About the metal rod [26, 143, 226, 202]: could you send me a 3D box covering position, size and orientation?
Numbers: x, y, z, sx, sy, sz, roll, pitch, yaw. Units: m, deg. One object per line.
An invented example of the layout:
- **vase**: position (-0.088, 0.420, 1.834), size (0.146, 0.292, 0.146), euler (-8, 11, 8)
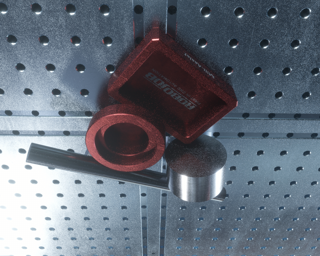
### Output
- **metal rod**: position (-0.030, 0.069, 0.444), size (0.302, 0.025, 0.025), euler (17, 129, -25)

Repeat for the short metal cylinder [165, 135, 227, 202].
- **short metal cylinder**: position (0.048, 0.053, 0.419), size (0.080, 0.080, 0.050), euler (-3, 130, 2)

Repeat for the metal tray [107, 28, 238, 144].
- **metal tray**: position (0.016, -0.044, 0.370), size (0.130, 0.030, 0.090), euler (33, 122, -25)

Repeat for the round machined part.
- **round machined part**: position (-0.042, 0.008, 0.396), size (0.099, 0.042, 0.097), euler (1, 130, 1)

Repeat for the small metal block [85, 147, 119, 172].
- **small metal block**: position (-0.076, 0.036, 0.441), size (0.050, 0.025, 0.050), euler (22, 127, -18)
